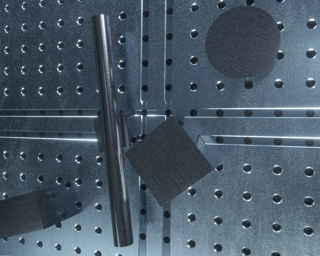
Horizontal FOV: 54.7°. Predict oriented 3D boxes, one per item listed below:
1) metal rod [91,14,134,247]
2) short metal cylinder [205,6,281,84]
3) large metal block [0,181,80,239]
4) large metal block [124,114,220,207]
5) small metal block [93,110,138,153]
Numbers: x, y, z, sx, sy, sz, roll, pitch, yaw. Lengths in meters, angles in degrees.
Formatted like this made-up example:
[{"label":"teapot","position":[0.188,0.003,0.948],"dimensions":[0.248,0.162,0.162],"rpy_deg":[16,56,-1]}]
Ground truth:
[{"label":"metal rod","position":[-0.063,0.002,0.407],"dimensions":[0.025,0.025,0.298],"rpy_deg":[-7,88,19]},{"label":"short metal cylinder","position":[0.098,-0.095,0.364],"dimensions":[0.080,0.050,0.079],"rpy_deg":[0,90,19]},{"label":"large metal block","position":[-0.177,0.115,0.444],"dimensions":[0.080,0.080,0.050],"rpy_deg":[-17,85,19]},{"label":"large metal block","position":[0.017,0.040,0.393],"dimensions":[0.080,0.050,0.080],"rpy_deg":[-39,78,15]},{"label":"small metal block","position":[-0.061,0.005,0.433],"dimensions":[0.050,0.025,0.050],"rpy_deg":[-13,86,19]}]
